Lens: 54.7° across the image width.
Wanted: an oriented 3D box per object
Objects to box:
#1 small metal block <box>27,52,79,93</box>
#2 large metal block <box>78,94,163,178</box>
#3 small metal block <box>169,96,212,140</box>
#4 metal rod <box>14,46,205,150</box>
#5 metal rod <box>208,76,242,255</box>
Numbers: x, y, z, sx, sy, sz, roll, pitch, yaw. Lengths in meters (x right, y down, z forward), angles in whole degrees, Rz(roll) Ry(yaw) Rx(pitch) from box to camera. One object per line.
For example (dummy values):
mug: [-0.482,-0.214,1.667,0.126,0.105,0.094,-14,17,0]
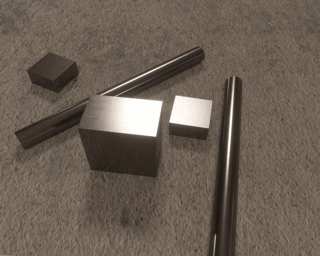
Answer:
small metal block: [-0.162,-0.085,0.473,0.050,0.025,0.050,22,53,17]
large metal block: [-0.041,0.011,0.358,0.080,0.080,0.050,6,50,4]
small metal block: [0.041,-0.014,0.416,0.050,0.025,0.050,9,51,7]
metal rod: [-0.055,-0.053,0.446,0.302,0.025,0.025,-30,56,-23]
metal rod: [0.080,0.045,0.366,0.025,0.025,0.300,9,50,7]
